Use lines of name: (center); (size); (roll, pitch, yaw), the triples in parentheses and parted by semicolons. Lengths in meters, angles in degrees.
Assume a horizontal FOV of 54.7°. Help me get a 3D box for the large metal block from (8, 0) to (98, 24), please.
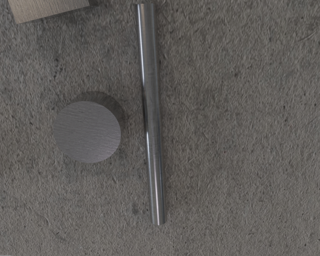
large metal block: (-0.122, -0.164, 0.335); (0.080, 0.050, 0.080); (-13, 110, 4)

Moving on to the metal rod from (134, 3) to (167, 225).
metal rod: (-0.009, -0.003, 0.408); (0.025, 0.025, 0.298); (-3, 110, 1)

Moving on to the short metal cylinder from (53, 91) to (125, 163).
short metal cylinder: (-0.087, -0.002, 0.395); (0.081, 0.050, 0.079); (0, 110, 0)
